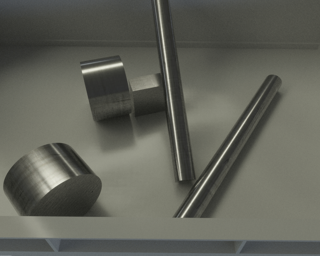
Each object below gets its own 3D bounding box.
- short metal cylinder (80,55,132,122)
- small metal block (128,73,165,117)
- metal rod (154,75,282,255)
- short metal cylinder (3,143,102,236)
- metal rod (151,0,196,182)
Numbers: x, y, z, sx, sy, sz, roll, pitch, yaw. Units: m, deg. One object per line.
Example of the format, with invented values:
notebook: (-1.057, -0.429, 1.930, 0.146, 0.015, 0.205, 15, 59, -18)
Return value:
short metal cylinder: (-0.072, -0.053, 0.413, 0.050, 0.080, 0.080, -13, 52, -11)
small metal block: (-0.014, -0.046, 0.427, 0.050, 0.050, 0.025, -13, 52, -11)
metal rod: (0.088, 0.026, 0.384, 0.025, 0.025, 0.301, 27, 55, 20)
short metal cylinder: (-0.108, 0.062, 0.316, 0.080, 0.080, 0.050, -34, 58, -26)
metal rod: (0.012, -0.082, 0.398, 0.025, 0.025, 0.299, -6, 74, -5)
